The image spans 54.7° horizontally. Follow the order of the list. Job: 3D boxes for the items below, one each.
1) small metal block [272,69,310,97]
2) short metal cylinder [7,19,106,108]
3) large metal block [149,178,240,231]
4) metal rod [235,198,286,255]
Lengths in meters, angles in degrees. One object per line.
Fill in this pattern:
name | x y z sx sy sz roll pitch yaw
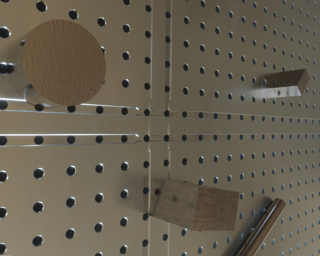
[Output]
small metal block | 0.258 -0.088 0.608 0.025 0.050 0.050 52 60 -28
short metal cylinder | -0.102 -0.061 0.307 0.081 0.050 0.080 0 90 -40
large metal block | 0.045 0.101 0.411 0.081 0.080 0.050 16 80 -39
metal rod | 0.137 0.227 0.523 0.302 0.025 0.025 -39 114 -33
